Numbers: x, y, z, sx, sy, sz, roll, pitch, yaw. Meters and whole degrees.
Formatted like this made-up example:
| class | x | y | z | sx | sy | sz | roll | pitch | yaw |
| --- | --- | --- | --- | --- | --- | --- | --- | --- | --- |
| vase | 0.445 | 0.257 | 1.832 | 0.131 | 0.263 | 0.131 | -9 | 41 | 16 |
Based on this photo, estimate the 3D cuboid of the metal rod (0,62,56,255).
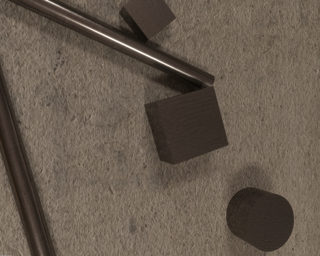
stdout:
| class | x | y | z | sx | sy | sz | roll | pitch | yaw |
| --- | --- | --- | --- | --- | --- | --- | --- | --- | --- |
| metal rod | -0.155 | 0.067 | 0.352 | 0.025 | 0.025 | 0.298 | -16 | 96 | -20 |

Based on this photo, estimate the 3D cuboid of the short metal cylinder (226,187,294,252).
| class | x | y | z | sx | sy | sz | roll | pitch | yaw |
| --- | --- | --- | --- | --- | --- | --- | --- | --- | --- |
| short metal cylinder | 0.145 | 0.131 | 0.451 | 0.081 | 0.050 | 0.079 | 0 | 90 | -21 |

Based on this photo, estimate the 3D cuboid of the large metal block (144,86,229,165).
| class | x | y | z | sx | sy | sz | roll | pitch | yaw |
| --- | --- | --- | --- | --- | --- | --- | --- | --- | --- |
| large metal block | 0.034 | -0.005 | 0.410 | 0.081 | 0.050 | 0.080 | -18 | 96 | -20 |

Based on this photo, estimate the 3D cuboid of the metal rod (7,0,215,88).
| class | x | y | z | sx | sy | sz | roll | pitch | yaw |
| --- | --- | --- | --- | --- | --- | --- | --- | --- | --- |
| metal rod | -0.063 | -0.114 | 0.386 | 0.302 | 0.025 | 0.025 | 21 | 83 | -19 |

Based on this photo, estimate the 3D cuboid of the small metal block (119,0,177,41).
| class | x | y | z | sx | sy | sz | roll | pitch | yaw |
| --- | --- | --- | --- | --- | --- | --- | --- | --- | --- |
| small metal block | -0.016 | -0.147 | 0.404 | 0.050 | 0.025 | 0.050 | -42 | 104 | -15 |
